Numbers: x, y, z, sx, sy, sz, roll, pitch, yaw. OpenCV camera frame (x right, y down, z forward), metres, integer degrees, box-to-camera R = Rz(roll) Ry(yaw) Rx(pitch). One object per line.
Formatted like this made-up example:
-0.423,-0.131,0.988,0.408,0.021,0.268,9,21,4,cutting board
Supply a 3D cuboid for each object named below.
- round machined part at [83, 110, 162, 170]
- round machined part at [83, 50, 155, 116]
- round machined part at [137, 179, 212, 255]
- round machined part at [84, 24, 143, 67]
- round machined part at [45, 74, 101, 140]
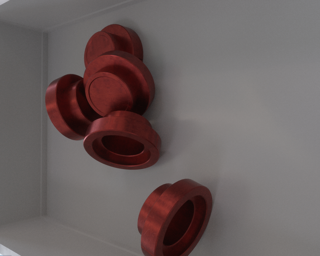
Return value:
-0.047,0.014,0.408,0.098,0.098,0.042,-24,44,37,round machined part
-0.060,-0.050,0.415,0.098,0.042,0.097,10,124,16,round machined part
0.013,0.102,0.348,0.042,0.099,0.097,23,105,38,round machined part
-0.075,-0.104,0.458,0.098,0.042,0.097,0,90,40,round machined part
-0.115,-0.034,0.456,0.042,0.098,0.098,-17,79,26,round machined part
